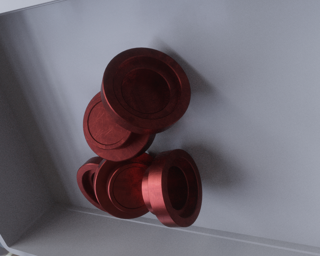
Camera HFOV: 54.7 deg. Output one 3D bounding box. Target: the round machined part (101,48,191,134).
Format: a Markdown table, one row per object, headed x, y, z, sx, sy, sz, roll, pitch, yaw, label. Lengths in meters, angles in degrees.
| x | y | z | sx | sy | sz | roll | pitch | yaw | label |
| --- | --- | --- | --- | --- | --- | --- | --- | --- | --- |
| -0.018 | -0.039 | 0.354 | 0.098 | 0.098 | 0.042 | 41 | 155 | 0 | round machined part |

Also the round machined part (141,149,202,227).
| x | y | z | sx | sy | sz | roll | pitch | yaw | label |
| --- | --- | --- | --- | --- | --- | --- | --- | --- | --- |
| 0.013 | 0.078 | 0.403 | 0.042 | 0.098 | 0.098 | -13 | 112 | 33 | round machined part |

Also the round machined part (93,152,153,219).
| x | y | z | sx | sy | sz | roll | pitch | yaw | label |
| --- | --- | --- | --- | --- | --- | --- | --- | --- | --- |
| -0.040 | 0.078 | 0.429 | 0.098 | 0.098 | 0.042 | 56 | 166 | -12 | round machined part |

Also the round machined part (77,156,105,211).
| x | y | z | sx | sy | sz | roll | pitch | yaw | label |
| --- | --- | --- | --- | --- | --- | --- | --- | --- | --- |
| -0.079 | 0.085 | 0.492 | 0.098 | 0.042 | 0.097 | 13 | 124 | 21 | round machined part |

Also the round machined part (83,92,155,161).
| x | y | z | sx | sy | sz | roll | pitch | yaw | label |
| --- | --- | --- | --- | --- | --- | --- | --- | --- | --- |
| -0.056 | -0.006 | 0.395 | 0.098 | 0.042 | 0.097 | -1 | 86 | 19 | round machined part |
